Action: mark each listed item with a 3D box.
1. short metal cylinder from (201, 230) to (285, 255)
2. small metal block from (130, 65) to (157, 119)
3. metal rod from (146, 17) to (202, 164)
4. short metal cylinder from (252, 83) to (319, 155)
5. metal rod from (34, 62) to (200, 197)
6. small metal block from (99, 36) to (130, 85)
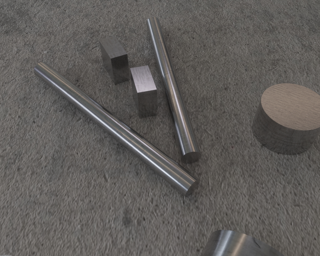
[{"bbox_3d":[0.068,0.131,0.258,0.080,0.080,0.050,25,54,19],"label":"short metal cylinder"},{"bbox_3d":[-0.022,-0.050,0.428,0.025,0.050,0.050,-11,51,-9],"label":"small metal block"},{"bbox_3d":[0.013,-0.077,0.467,0.025,0.025,0.300,-7,50,-6],"label":"metal rod"},{"bbox_3d":[0.165,-0.012,0.398,0.081,0.050,0.080,0,50,0],"label":"short metal cylinder"},{"bbox_3d":[-0.073,-0.011,0.411,0.300,0.025,0.025,36,59,26],"label":"metal rod"},{"bbox_3d":[-0.069,-0.103,0.473,0.025,0.050,0.050,-21,53,-17],"label":"small metal block"}]
